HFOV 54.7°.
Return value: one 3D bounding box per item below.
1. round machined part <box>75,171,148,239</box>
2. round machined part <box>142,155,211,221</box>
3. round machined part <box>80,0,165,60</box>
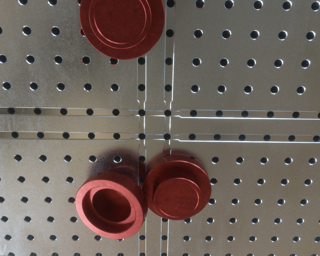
[{"bbox_3d":[-0.064,0.103,0.433,0.098,0.042,0.097,5,114,13],"label":"round machined part"},{"bbox_3d":[0.024,0.090,0.438,0.099,0.042,0.097,0,110,-1],"label":"round machined part"},{"bbox_3d":[-0.043,-0.128,0.357,0.099,0.042,0.097,0,110,-1],"label":"round machined part"}]
